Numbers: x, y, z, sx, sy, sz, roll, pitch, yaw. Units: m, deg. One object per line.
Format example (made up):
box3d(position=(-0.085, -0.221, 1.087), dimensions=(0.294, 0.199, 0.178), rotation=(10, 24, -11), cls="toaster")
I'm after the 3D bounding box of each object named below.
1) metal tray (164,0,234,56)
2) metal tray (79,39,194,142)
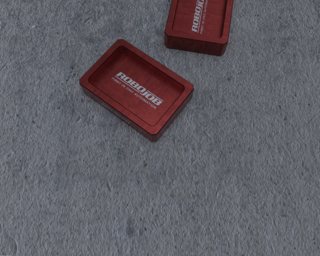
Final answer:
box3d(position=(0.062, -0.178, 0.470), dimensions=(0.090, 0.030, 0.130), rotation=(10, 70, 3), cls="metal tray")
box3d(position=(-0.031, -0.053, 0.424), dimensions=(0.130, 0.030, 0.090), rotation=(35, 74, 12), cls="metal tray")
